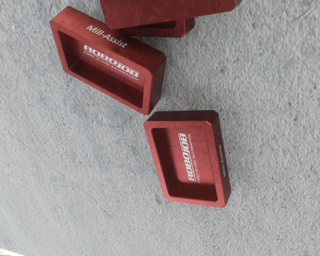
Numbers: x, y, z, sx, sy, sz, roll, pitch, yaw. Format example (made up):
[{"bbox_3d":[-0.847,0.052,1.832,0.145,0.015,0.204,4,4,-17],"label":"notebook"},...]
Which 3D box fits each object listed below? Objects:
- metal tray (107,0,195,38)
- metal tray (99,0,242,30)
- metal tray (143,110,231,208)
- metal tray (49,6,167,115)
[{"bbox_3d":[-0.014,-0.161,0.311,0.090,0.030,0.129,9,123,23],"label":"metal tray"},{"bbox_3d":[0.002,-0.143,0.275,0.130,0.030,0.089,1,119,27],"label":"metal tray"},{"bbox_3d":[0.038,0.042,0.408,0.090,0.030,0.129,0,119,28],"label":"metal tray"},{"bbox_3d":[-0.060,-0.076,0.365,0.130,0.030,0.090,29,153,10],"label":"metal tray"}]
